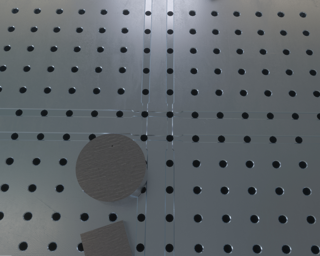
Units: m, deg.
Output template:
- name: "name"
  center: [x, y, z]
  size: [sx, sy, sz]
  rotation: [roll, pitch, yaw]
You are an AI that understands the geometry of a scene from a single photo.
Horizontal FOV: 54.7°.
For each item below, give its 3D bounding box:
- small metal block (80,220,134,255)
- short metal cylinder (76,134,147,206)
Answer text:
- name: "small metal block"
  center: [-0.059, 0.140, 0.360]
  size: [0.050, 0.025, 0.050]
  rotation: [-17, 71, -6]
- name: "short metal cylinder"
  center: [-0.056, 0.052, 0.379]
  size: [0.081, 0.050, 0.080]
  rotation: [0, 70, 0]
